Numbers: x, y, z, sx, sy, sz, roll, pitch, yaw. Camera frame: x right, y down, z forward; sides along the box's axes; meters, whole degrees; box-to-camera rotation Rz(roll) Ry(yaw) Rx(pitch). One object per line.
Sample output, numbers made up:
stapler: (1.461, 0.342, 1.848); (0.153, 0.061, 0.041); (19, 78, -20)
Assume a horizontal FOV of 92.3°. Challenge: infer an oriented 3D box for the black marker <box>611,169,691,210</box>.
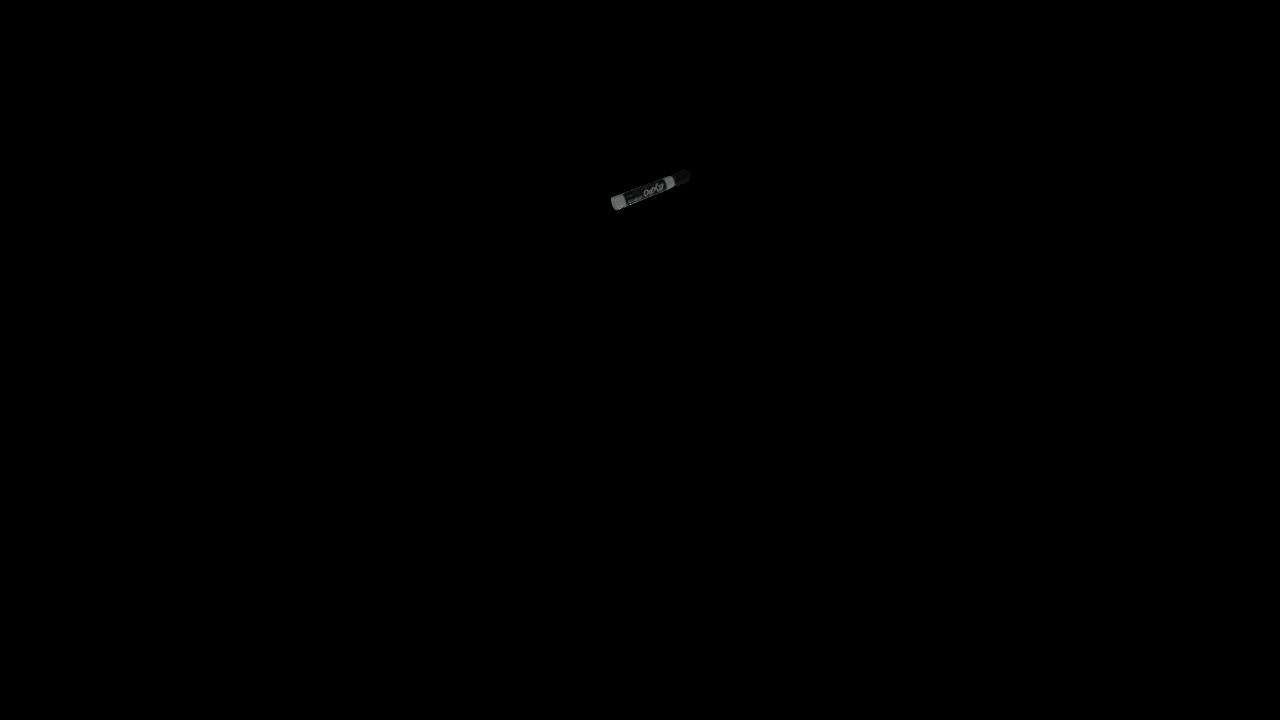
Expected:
black marker: (0.017, -0.240, 0.861); (0.121, 0.020, 0.020); (-24, 5, -12)
